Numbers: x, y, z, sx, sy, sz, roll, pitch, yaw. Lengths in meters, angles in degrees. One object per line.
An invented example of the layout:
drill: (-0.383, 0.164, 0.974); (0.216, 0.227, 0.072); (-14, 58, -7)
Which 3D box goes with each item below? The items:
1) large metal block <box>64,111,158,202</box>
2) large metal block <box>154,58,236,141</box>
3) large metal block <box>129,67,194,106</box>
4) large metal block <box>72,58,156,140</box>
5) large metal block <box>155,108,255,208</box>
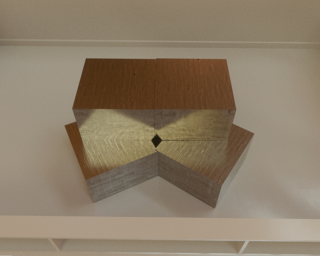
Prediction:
large metal block: (-0.056, 0.027, 0.364); (0.081, 0.050, 0.080); (-21, 53, -17)
large metal block: (0.035, -0.033, 0.348); (0.080, 0.050, 0.080); (1, 50, 0)
large metal block: (0.003, -0.042, 0.422); (0.080, 0.050, 0.080); (1, 50, 1)
large metal block: (-0.046, -0.033, 0.349); (0.080, 0.050, 0.080); (1, 50, 0)
large metal block: (0.051, 0.031, 0.360); (0.080, 0.050, 0.080); (27, 55, 21)
